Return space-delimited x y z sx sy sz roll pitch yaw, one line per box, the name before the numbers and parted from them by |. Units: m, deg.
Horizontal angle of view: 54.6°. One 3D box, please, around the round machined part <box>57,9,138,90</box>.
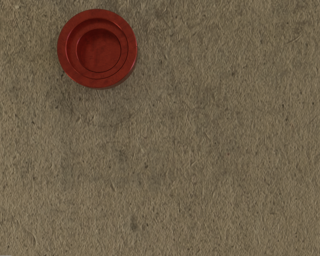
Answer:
round machined part | -0.077 -0.098 0.401 0.099 0.042 0.097 0 90 0
